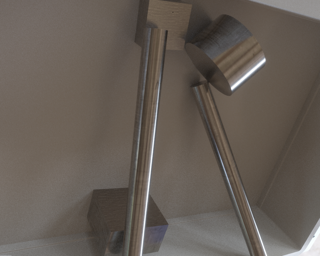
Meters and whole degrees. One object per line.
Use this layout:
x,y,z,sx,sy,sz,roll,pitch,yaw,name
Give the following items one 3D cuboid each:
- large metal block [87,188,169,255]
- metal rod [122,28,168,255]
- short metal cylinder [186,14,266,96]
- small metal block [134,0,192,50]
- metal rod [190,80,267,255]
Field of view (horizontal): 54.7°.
-0.047,0.128,0.428,0.081,0.080,0.050,3,117,-30,large metal block
-0.021,0.044,0.349,0.025,0.025,0.298,-1,105,-29,metal rod
0.076,-0.084,0.364,0.050,0.080,0.080,-41,130,-1,short metal cylinder
0.003,-0.115,0.341,0.050,0.025,0.050,-5,121,-27,small metal block
0.105,0.075,0.446,0.025,0.025,0.298,-26,106,-13,metal rod
